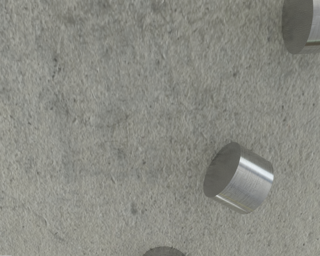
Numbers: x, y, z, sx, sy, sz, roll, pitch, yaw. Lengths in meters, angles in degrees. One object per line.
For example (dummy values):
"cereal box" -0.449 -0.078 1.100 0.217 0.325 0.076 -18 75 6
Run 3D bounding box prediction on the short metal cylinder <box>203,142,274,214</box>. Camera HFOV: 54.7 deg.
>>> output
"short metal cylinder" 0.101 0.065 0.406 0.050 0.080 0.080 29 107 -11

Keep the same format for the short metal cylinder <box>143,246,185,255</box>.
"short metal cylinder" 0.006 0.234 0.483 0.081 0.050 0.079 0 110 -1

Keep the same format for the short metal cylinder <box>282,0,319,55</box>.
"short metal cylinder" 0.173 -0.122 0.338 0.050 0.080 0.079 -3 110 1
